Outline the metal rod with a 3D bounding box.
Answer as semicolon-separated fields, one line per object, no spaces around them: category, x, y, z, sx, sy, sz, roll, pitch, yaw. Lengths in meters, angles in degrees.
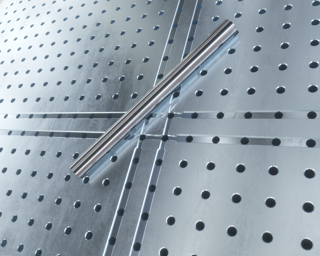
metal rod;-0.007;-0.042;0.436;0.300;0.025;0.025;-43;51;-3
